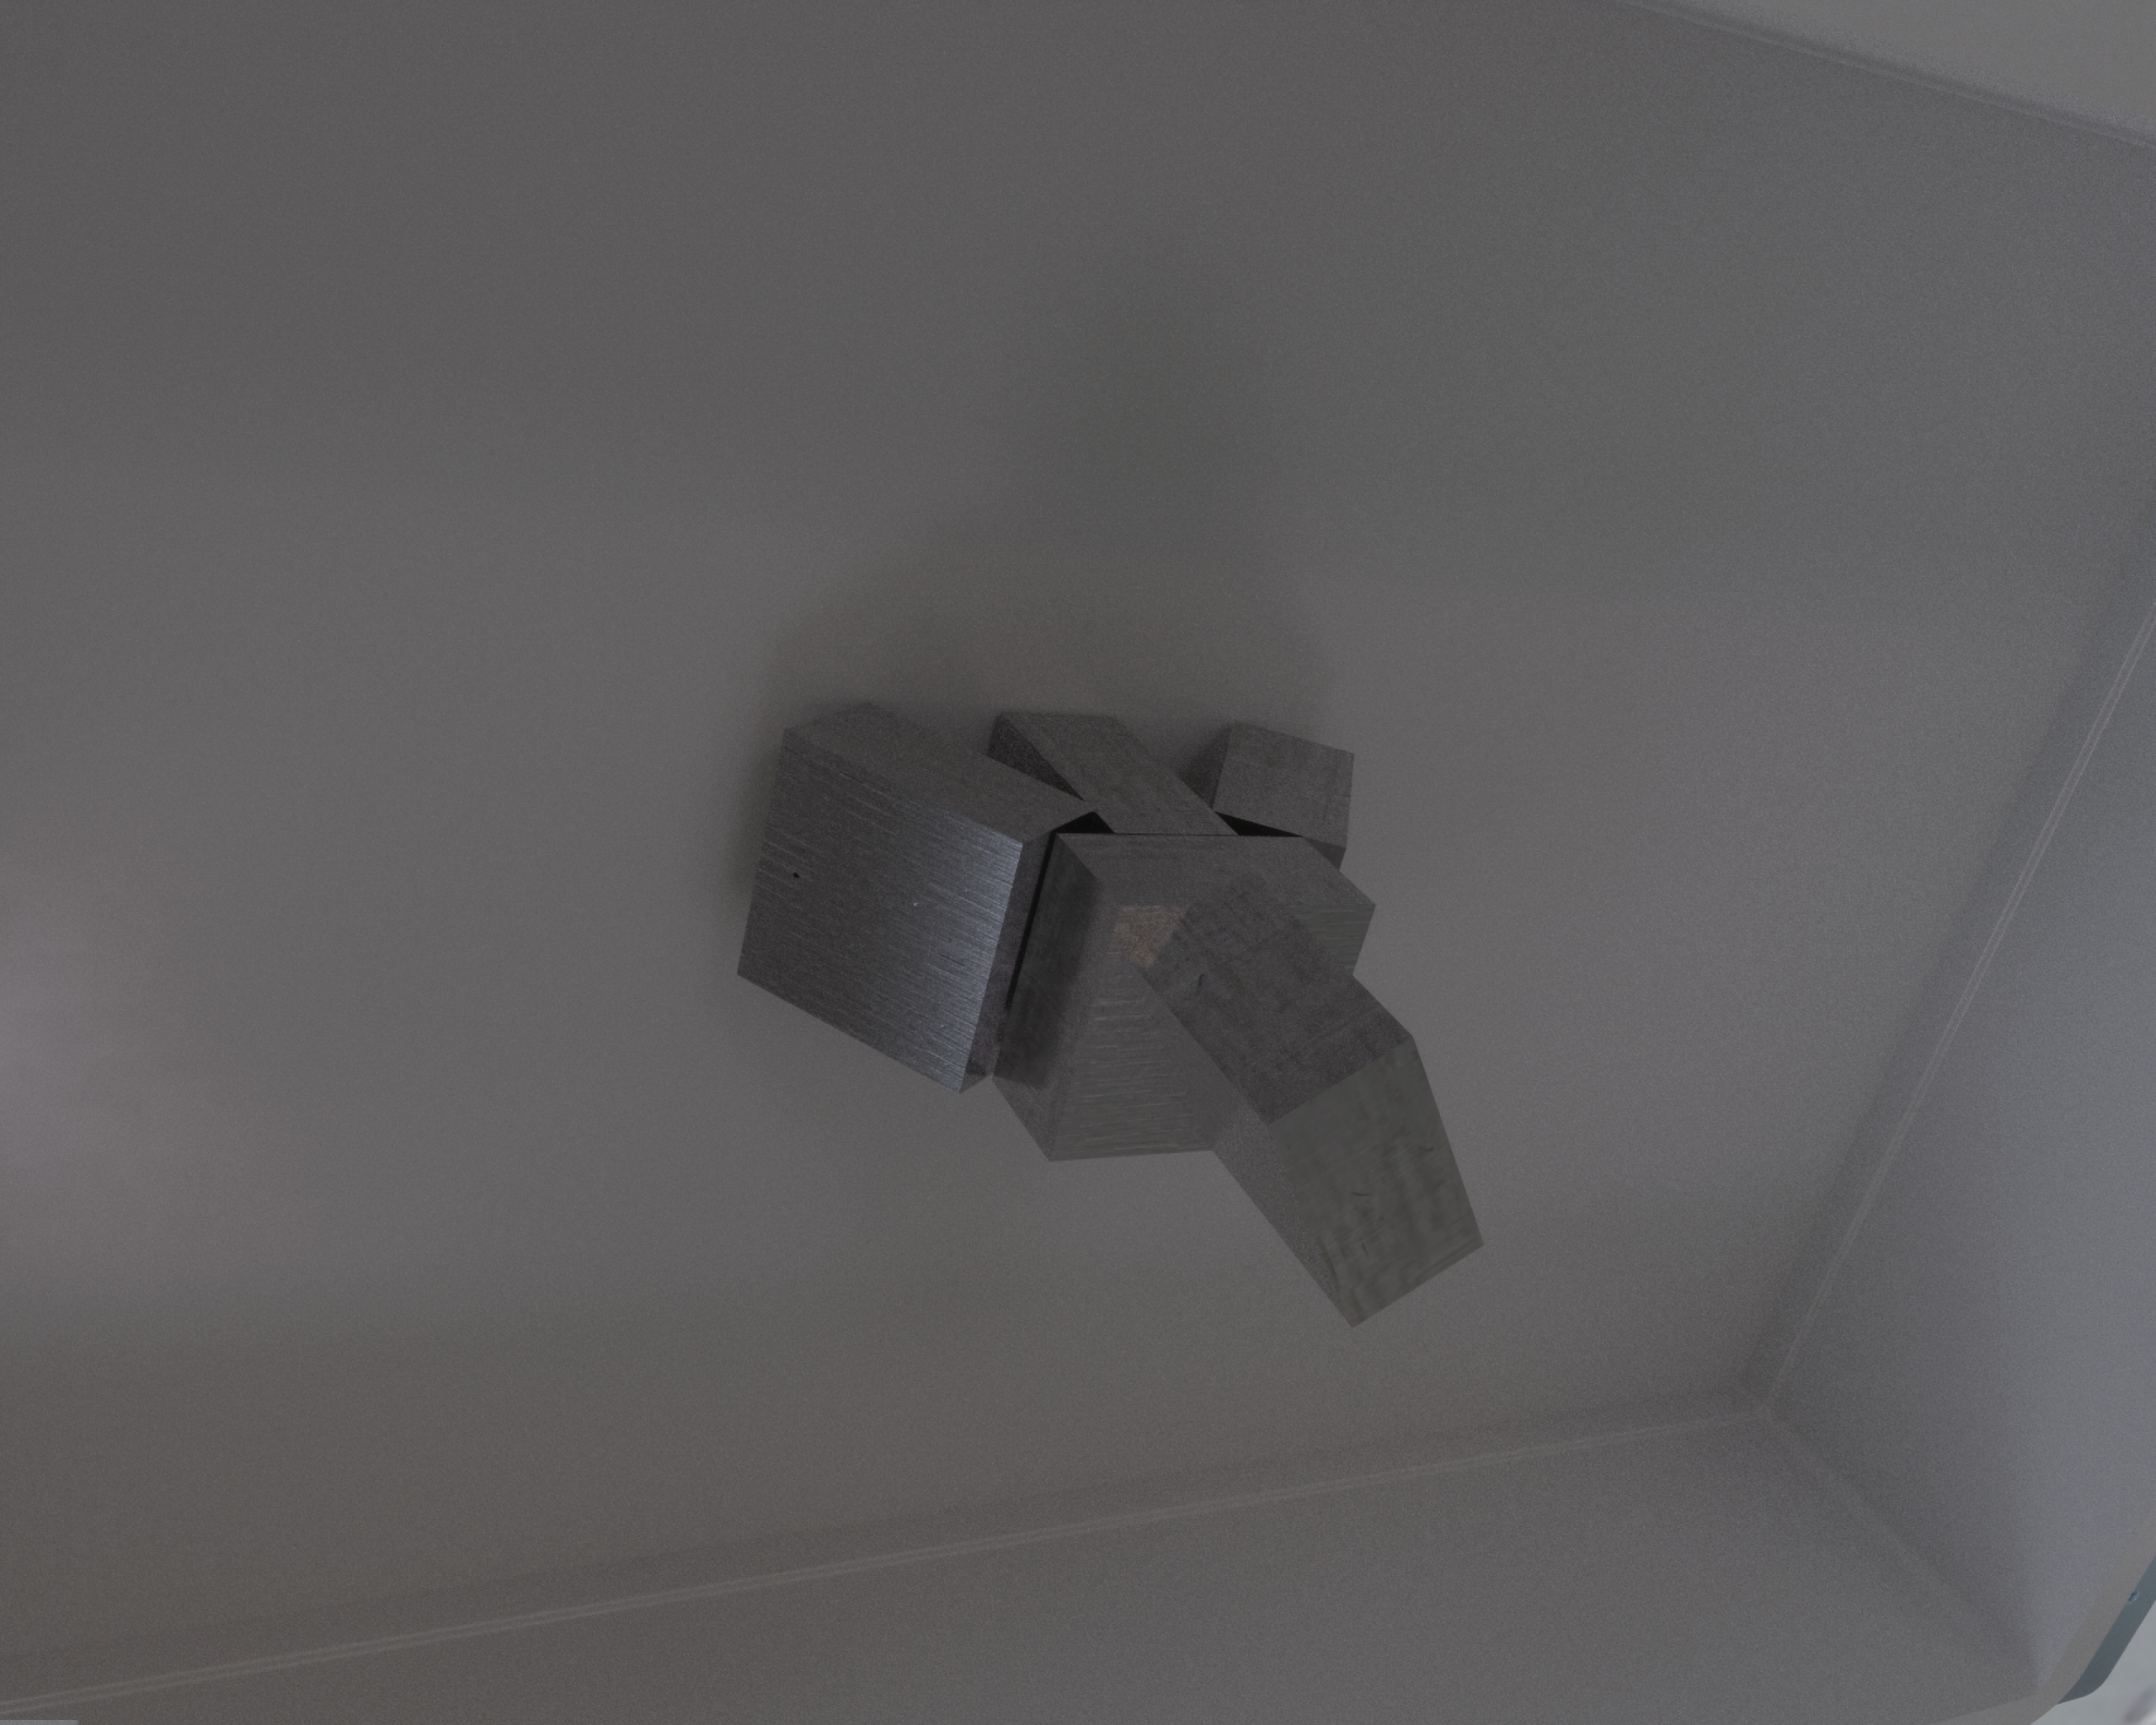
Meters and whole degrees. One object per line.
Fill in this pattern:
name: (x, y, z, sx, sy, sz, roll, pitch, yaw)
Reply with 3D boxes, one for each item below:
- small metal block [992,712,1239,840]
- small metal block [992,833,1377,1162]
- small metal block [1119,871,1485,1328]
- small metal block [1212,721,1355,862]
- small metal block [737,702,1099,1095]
small metal block: (0.001, 0.005, 0.393, 0.025, 0.050, 0.050, 1, 118, -29)
small metal block: (0.018, 0.023, 0.364, 0.050, 0.025, 0.050, 1, 118, -29)
small metal block: (0.036, 0.037, 0.335, 0.025, 0.050, 0.050, -31, 128, -8)
small metal block: (0.034, 0.006, 0.410, 0.025, 0.050, 0.050, 16, 115, 2)
small metal block: (-0.030, 0.006, 0.374, 0.025, 0.050, 0.050, -27, 138, -56)
